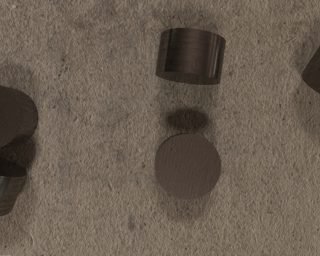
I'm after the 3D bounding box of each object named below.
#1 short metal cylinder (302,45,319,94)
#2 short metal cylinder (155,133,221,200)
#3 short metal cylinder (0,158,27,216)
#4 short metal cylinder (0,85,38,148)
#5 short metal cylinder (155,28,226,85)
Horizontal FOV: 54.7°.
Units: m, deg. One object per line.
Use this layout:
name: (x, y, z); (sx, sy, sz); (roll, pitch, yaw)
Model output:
short metal cylinder: (0.228, -0.071, 0.386); (0.080, 0.080, 0.050); (32, 90, -1)
short metal cylinder: (0.034, 0.047, 0.398); (0.081, 0.050, 0.079); (0, 90, -1)
short metal cylinder: (-0.214, 0.067, 0.380); (0.080, 0.080, 0.050); (22, 90, -1)
short metal cylinder: (-0.205, -0.014, 0.395); (0.081, 0.050, 0.079); (0, 90, -1)
short metal cylinder: (0.038, -0.085, 0.383); (0.081, 0.080, 0.050); (8, 90, -1)
